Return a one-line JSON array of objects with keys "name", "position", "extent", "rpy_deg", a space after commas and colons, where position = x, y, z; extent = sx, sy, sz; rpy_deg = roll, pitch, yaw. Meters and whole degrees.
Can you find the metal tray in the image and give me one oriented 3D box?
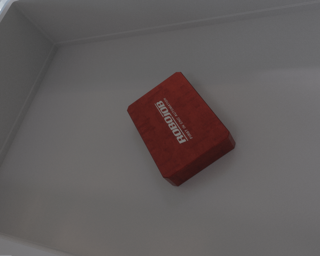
[{"name": "metal tray", "position": [0.022, -0.003, 0.394], "extent": [0.090, 0.030, 0.130], "rpy_deg": [-35, 51, 5]}]
